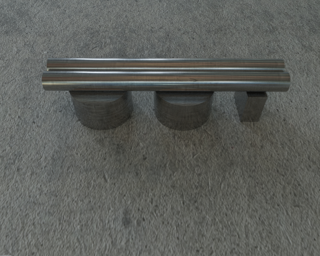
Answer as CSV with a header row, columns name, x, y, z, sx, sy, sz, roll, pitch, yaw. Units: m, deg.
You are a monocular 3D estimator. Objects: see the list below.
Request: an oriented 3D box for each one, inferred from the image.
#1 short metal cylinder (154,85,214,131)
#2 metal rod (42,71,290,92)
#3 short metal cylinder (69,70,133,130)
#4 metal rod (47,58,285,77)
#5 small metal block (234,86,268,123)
name,x,y,z,sx,sy,sz,roll,pitch,yaw
short metal cylinder,0.032,-0.042,0.424,0.081,0.050,0.080,0,50,0
metal rod,0.008,-0.058,0.388,0.302,0.025,0.025,0,50,0
short metal cylinder,-0.079,-0.043,0.423,0.081,0.050,0.080,0,50,0
metal rod,0.008,-0.079,0.405,0.302,0.025,0.025,0,50,0
small metal block,0.123,-0.042,0.426,0.025,0.050,0.050,-1,50,-1
